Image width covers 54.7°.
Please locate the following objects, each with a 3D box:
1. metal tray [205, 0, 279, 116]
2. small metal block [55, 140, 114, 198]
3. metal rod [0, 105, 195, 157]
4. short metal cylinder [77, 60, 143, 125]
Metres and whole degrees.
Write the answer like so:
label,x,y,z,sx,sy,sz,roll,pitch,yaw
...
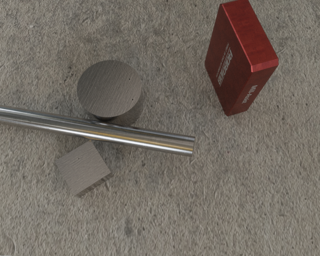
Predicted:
label,x,y,z,sx,sy,sz,roll,pitch,yaw
metal tray,0.093,-0.080,0.383,0.030,0.130,0.090,-16,71,-6
small metal block,-0.094,0.051,0.388,0.050,0.025,0.050,-32,74,-11
metal rod,-0.107,-0.001,0.390,0.301,0.025,0.025,9,70,9
short metal cylinder,-0.063,-0.042,0.409,0.081,0.050,0.080,0,70,0
